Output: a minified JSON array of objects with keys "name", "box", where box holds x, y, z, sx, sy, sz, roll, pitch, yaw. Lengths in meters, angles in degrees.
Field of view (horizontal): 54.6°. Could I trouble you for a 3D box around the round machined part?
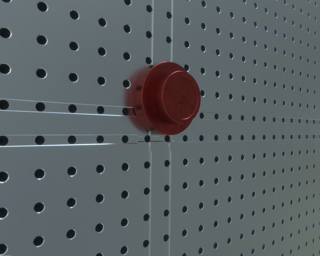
[{"name":"round machined part","box":[0.016,-0.039,0.410,0.099,0.042,0.097,0,90,-40]}]
